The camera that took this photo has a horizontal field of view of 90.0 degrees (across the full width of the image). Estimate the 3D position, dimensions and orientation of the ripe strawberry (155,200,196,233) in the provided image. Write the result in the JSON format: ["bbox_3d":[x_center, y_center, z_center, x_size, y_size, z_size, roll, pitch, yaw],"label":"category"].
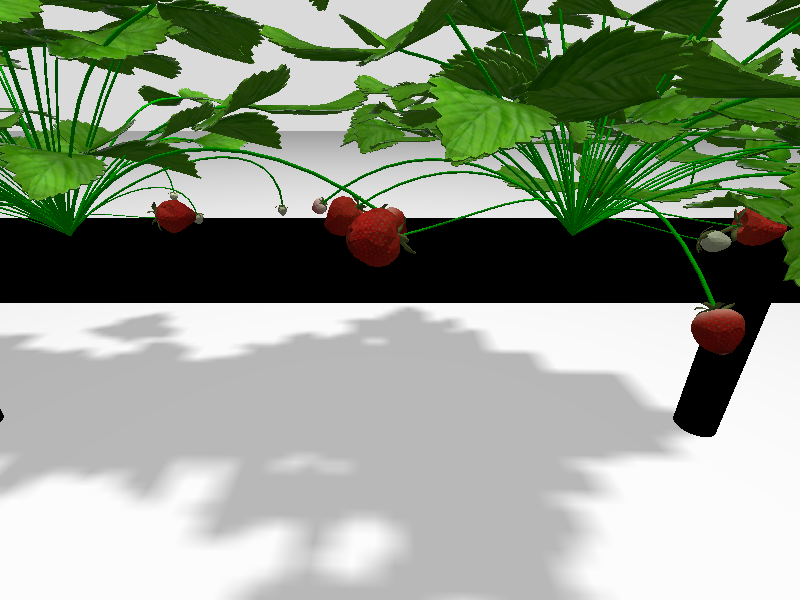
[{"bbox_3d":[-0.200,-0.075,0.358,0.030,0.029,0.033,-1,25,-4],"label":"ripe strawberry"}]

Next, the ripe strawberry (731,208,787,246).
[{"bbox_3d":[0.289,-0.059,0.321,0.031,0.031,0.035,6,25,12],"label":"ripe strawberry"}]

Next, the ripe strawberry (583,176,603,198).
[{"bbox_3d":[0.252,-0.149,0.509,0.043,0.037,0.043,13,27,26],"label":"ripe strawberry"}]

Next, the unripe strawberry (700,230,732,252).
[{"bbox_3d":[0.243,-0.045,0.308,0.019,0.017,0.019,14,28,27],"label":"unripe strawberry"}]

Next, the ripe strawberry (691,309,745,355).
[{"bbox_3d":[0.143,0.015,0.179,0.019,0.020,0.020,1,-18,3],"label":"ripe strawberry"}]

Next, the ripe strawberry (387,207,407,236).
[{"bbox_3d":[-0.007,-0.059,0.331,0.030,0.031,0.029,-35,17,19],"label":"ripe strawberry"}]

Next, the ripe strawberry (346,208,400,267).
[{"bbox_3d":[-0.019,-0.043,0.276,0.038,0.040,0.035,-12,27,-23],"label":"ripe strawberry"}]

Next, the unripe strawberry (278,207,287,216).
[{"bbox_3d":[-0.122,-0.093,0.416,0.010,0.010,0.011,-9,26,-19],"label":"unripe strawberry"}]

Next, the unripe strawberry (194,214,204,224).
[{"bbox_3d":[-0.187,-0.075,0.371,0.010,0.010,0.009,-4,25,-9],"label":"unripe strawberry"}]

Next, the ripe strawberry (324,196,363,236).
[{"bbox_3d":[-0.050,-0.071,0.352,0.035,0.035,0.033,-32,21,14],"label":"ripe strawberry"}]

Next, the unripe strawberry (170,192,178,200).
[{"bbox_3d":[-0.280,-0.128,0.496,0.009,0.010,0.010,2,25,5],"label":"unripe strawberry"}]

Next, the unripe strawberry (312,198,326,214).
[{"bbox_3d":[-0.087,-0.100,0.431,0.016,0.016,0.014,-25,13,28],"label":"unripe strawberry"}]
